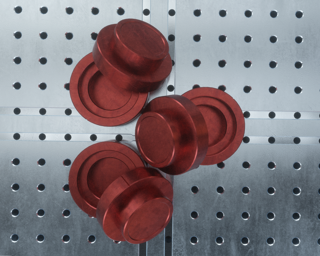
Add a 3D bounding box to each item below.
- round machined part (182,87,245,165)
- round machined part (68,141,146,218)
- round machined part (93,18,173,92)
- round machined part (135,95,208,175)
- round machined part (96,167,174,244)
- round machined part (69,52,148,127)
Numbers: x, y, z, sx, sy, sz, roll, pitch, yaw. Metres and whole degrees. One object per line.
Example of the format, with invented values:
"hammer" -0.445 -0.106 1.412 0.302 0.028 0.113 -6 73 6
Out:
"round machined part" 0.057 -0.003 0.405 0.099 0.042 0.097 0 90 0
"round machined part" -0.064 0.065 0.404 0.099 0.042 0.097 0 90 0
"round machined part" -0.028 -0.094 0.377 0.099 0.042 0.098 16 49 -20
"round machined part" 0.007 0.010 0.375 0.042 0.098 0.098 -14 90 -42
"round machined part" -0.023 0.100 0.376 0.099 0.042 0.097 -20 128 -27
"round machined part" -0.063 -0.050 0.403 0.099 0.042 0.097 0 90 0
